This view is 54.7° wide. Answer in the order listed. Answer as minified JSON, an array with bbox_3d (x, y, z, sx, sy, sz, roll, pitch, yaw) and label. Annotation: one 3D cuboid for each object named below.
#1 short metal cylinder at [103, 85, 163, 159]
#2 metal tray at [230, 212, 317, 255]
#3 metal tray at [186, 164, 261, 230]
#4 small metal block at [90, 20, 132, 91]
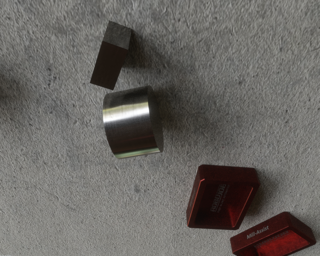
[{"bbox_3d":[-0.029,-0.006,0.366,0.050,0.080,0.080,-10,130,8],"label":"short metal cylinder"},{"bbox_3d":[0.212,0.215,0.588,0.090,0.030,0.130,35,122,-27],"label":"metal tray"},{"bbox_3d":[0.098,0.116,0.503,0.091,0.030,0.129,4,130,-4],"label":"metal tray"},{"bbox_3d":[-0.051,-0.076,0.325,0.025,0.050,0.050,17,128,-14],"label":"small metal block"}]
